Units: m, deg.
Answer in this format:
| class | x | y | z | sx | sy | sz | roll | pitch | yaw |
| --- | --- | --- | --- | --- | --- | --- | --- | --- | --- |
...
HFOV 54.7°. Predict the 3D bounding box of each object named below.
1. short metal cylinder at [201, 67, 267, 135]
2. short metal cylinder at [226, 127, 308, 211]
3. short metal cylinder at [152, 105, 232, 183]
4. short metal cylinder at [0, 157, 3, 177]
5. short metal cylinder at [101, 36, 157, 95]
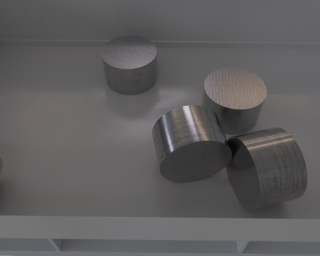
| class | x | y | z | sx | sy | sz | roll | pitch | yaw |
| --- | --- | --- | --- | --- | --- | --- | --- | --- | --- |
| short metal cylinder | 0.098 | -0.037 | 0.421 | 0.080 | 0.050 | 0.080 | 0 | 50 | 0 |
| short metal cylinder | 0.110 | 0.043 | 0.334 | 0.050 | 0.080 | 0.080 | -12 | 51 | -10 |
| short metal cylinder | 0.035 | 0.020 | 0.353 | 0.081 | 0.080 | 0.050 | -8 | 51 | -7 |
| short metal cylinder | -0.214 | 0.054 | 0.323 | 0.081 | 0.080 | 0.050 | -3 | 50 | -3 |
| short metal cylinder | -0.045 | -0.096 | 0.469 | 0.080 | 0.050 | 0.080 | 0 | 50 | 0 |
